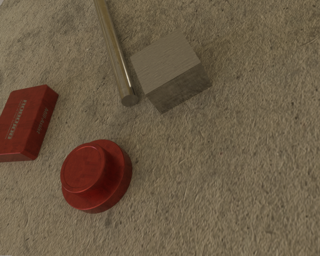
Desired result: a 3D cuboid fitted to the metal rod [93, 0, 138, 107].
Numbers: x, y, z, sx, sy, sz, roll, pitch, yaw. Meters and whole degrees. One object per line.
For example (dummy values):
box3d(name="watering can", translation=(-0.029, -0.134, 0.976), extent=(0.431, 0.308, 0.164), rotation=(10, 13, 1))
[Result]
box3d(name="metal rod", translation=(-0.084, -0.152, 0.541), extent=(0.025, 0.025, 0.299), rotation=(-28, 52, 11))

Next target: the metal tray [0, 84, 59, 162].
box3d(name="metal tray", translation=(-0.234, -0.008, 0.528), extent=(0.090, 0.030, 0.130), rotation=(-6, 59, 25))

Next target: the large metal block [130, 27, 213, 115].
box3d(name="large metal block", translation=(0.014, -0.079, 0.429), extent=(0.080, 0.050, 0.080), rotation=(-29, 52, 9))

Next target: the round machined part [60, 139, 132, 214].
box3d(name="round machined part", translation=(-0.089, 0.058, 0.404), extent=(0.098, 0.042, 0.098), rotation=(-13, 56, 21))
